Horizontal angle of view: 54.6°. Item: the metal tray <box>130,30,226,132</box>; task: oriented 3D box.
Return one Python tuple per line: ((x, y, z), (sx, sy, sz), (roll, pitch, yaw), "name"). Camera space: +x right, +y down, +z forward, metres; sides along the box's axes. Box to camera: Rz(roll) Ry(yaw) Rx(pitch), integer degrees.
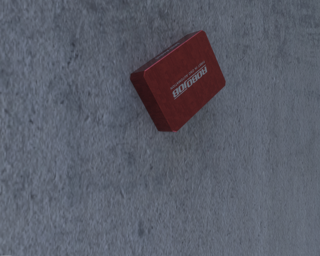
((0.030, -0.065, 0.426), (0.131, 0.030, 0.090), (-42, 116, -32), "metal tray")
